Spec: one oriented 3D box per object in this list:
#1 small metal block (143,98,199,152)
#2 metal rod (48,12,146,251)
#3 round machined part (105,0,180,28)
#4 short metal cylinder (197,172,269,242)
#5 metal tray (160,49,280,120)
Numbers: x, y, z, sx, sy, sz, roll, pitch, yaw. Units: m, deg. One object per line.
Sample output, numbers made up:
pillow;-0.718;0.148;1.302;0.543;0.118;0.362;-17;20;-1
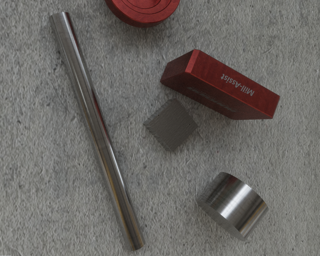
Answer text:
small metal block;0.014;-0.004;0.415;0.050;0.025;0.050;-44;104;-15
metal rod;-0.075;0.010;0.382;0.025;0.025;0.298;-20;97;-19
round machined part;-0.025;-0.175;0.391;0.099;0.042;0.097;0;90;-21
short metal cylinder;0.096;0.105;0.417;0.050;0.080;0.080;-46;105;-14
metal tray;0.075;-0.050;0.403;0.131;0.090;0.030;24;82;-19
